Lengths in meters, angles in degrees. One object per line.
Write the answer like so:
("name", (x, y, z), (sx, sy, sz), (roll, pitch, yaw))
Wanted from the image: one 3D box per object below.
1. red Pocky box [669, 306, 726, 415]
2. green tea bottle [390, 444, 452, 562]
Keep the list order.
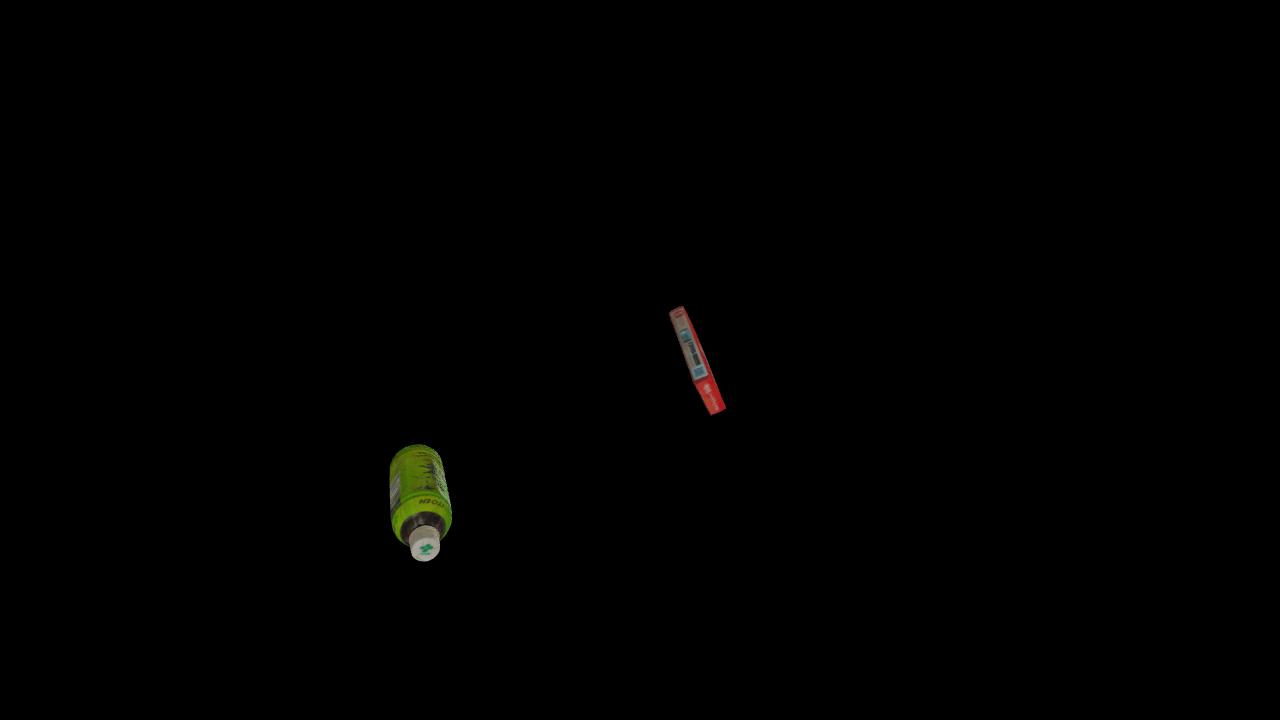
("red Pocky box", (0.084, 0.000, 0.908), (0.028, 0.155, 0.083), (-22, -43, 7))
("green tea bottle", (-0.273, 0.177, 0.763), (0.073, 0.073, 0.212), (0, 18, -21))
